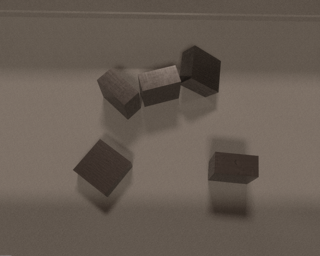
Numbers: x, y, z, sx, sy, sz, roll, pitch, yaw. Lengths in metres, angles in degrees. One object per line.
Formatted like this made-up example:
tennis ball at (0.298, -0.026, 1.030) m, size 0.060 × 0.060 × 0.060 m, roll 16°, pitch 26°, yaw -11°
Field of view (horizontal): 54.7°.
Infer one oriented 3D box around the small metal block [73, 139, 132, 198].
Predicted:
small metal block at (-0.071, 0.051, 0.390) m, size 0.050 × 0.025 × 0.050 m, roll 35°, pitch 73°, yaw 11°

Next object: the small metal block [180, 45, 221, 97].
small metal block at (0.055, -0.077, 0.425) m, size 0.050 × 0.025 × 0.050 m, roll 21°, pitch 67°, yaw -32°

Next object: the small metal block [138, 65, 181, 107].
small metal block at (-0.001, -0.055, 0.417) m, size 0.050 × 0.050 × 0.025 m, roll -15°, pitch 71°, yaw -6°

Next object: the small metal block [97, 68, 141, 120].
small metal block at (-0.053, -0.044, 0.412) m, size 0.050 × 0.050 × 0.025 m, roll 42°, pitch 75°, yaw 13°

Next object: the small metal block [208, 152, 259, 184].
small metal block at (0.088, 0.050, 0.379) m, size 0.050 × 0.050 × 0.025 m, roll 5°, pitch 70°, yaw 2°
